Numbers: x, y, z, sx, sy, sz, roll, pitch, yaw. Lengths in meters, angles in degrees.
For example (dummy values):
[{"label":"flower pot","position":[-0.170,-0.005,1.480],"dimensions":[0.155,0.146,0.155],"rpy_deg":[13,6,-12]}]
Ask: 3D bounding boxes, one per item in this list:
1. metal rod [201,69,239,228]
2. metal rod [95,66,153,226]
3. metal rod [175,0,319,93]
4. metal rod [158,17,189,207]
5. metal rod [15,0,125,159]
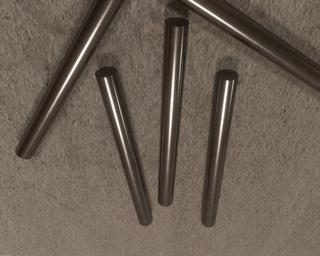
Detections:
[{"label":"metal rod","position":[0.082,0.052,0.452],"dimensions":[0.025,0.025,0.298],"rpy_deg":[-1,130,1]},{"label":"metal rod","position":[-0.043,0.049,0.448],"dimensions":[0.025,0.025,0.298],"rpy_deg":[-6,130,4]},{"label":"metal rod","position":[0.130,-0.083,0.338],"dimensions":[0.302,0.025,0.025],"rpy_deg":[25,126,-20]},{"label":"metal rod","position":[0.013,0.005,0.411],"dimensions":[0.025,0.025,0.298],"rpy_deg":[1,130,-1]},{"label":"metal rod","position":[-0.105,-0.061,0.353],"dimensions":[0.025,0.025,0.298],"rpy_deg":[27,125,-22]}]
